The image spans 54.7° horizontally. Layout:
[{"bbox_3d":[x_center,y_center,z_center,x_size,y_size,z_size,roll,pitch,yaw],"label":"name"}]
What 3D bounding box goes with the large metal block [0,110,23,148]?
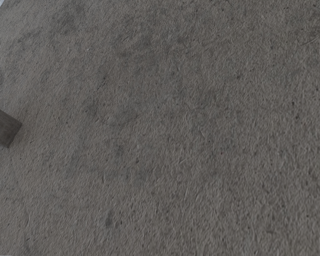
[{"bbox_3d":[-0.305,-0.010,0.535,0.080,0.080,0.050,8,66,32],"label":"large metal block"}]
